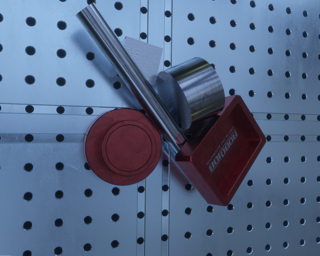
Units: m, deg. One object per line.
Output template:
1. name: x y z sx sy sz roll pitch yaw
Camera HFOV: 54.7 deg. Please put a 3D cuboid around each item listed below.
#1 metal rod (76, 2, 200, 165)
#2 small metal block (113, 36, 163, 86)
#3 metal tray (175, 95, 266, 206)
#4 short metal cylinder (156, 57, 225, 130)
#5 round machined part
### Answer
1. metal rod: -0.001 -0.018 0.395 0.025 0.025 0.299 -42 111 -15
2. small metal block: -0.029 -0.085 0.403 0.050 0.025 0.050 14 85 -20
3. metal tray: 0.088 0.028 0.421 0.130 0.030 0.090 -49 113 -29
4. short metal cylinder: 0.038 -0.044 0.398 0.050 0.080 0.080 -27 99 -18
5. round machined part: -0.043 0.024 0.387 0.099 0.042 0.097 0 90 -21
